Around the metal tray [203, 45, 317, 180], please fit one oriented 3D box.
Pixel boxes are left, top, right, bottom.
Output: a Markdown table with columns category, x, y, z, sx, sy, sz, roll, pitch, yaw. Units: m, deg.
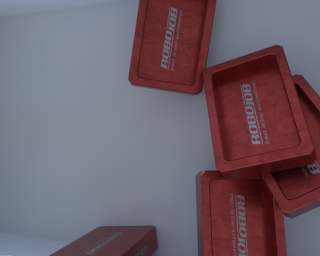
| category | x | y | z | sx | sy | sz | roll | pitch | yaw |
| --- | --- | --- | --- | --- | --- | --- | --- | --- | --- |
| metal tray | 0.099 | -0.018 | 0.328 | 0.090 | 0.030 | 0.130 | -16 | 58 | 22 |

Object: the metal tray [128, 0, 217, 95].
| category | x | y | z | sx | sy | sz | roll | pitch | yaw |
| --- | --- | --- | --- | --- | --- | --- | --- | --- | --- |
| metal tray | 0.015 | -0.111 | 0.384 | 0.091 | 0.030 | 0.129 | 8 | 93 | -4 |

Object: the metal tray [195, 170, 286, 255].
| category | x | y | z | sx | sy | sz | roll | pitch | yaw |
| --- | --- | --- | --- | --- | --- | --- | --- | --- | --- |
| metal tray | 0.089 | 0.113 | 0.346 | 0.091 | 0.030 | 0.129 | 0 | 79 | -5 |

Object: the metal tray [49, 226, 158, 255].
| category | x | y | z | sx | sy | sz | roll | pitch | yaw |
| --- | --- | --- | --- | --- | --- | --- | --- | --- | --- |
| metal tray | -0.067 | 0.154 | 0.377 | 0.090 | 0.130 | 0.030 | -7 | 88 | 19 |

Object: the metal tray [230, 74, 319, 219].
| category | x | y | z | sx | sy | sz | roll | pitch | yaw |
| --- | --- | --- | --- | --- | --- | --- | --- | --- | --- |
| metal tray | 0.141 | 0.016 | 0.326 | 0.090 | 0.030 | 0.130 | -30 | 55 | 13 |
